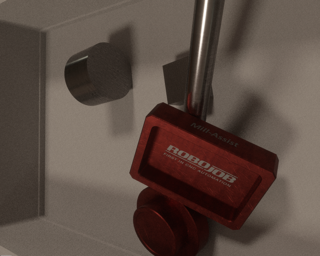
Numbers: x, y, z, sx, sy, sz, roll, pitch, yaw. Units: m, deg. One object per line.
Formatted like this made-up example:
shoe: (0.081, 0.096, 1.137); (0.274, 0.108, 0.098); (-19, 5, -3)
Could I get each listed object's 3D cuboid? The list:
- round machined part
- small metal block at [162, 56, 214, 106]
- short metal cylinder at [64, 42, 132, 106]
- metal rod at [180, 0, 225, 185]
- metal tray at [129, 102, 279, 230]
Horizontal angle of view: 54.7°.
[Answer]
round machined part: (0.006, 0.116, 0.371); (0.098, 0.042, 0.097); (20, 121, 37)
small metal block: (0.033, -0.057, 0.378); (0.050, 0.025, 0.050); (-13, 82, 39)
short metal cylinder: (-0.086, -0.075, 0.440); (0.050, 0.081, 0.080); (-10, 84, 39)
metal rod: (0.038, -0.046, 0.302); (0.025, 0.025, 0.298); (30, 131, 35)
metal tray: (0.040, 0.040, 0.318); (0.130, 0.030, 0.089); (26, 127, 10)
